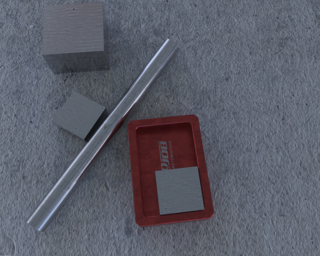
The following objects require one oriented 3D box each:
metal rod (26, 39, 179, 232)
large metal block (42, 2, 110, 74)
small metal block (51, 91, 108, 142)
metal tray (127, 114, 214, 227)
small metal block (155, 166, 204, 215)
[{"bbox_3d":[-0.065,-0.003,0.408,0.025,0.025,0.300,32,73,10],"label":"metal rod"},{"bbox_3d":[-0.117,-0.127,0.440,0.081,0.050,0.080,-5,70,-2],"label":"large metal block"},{"bbox_3d":[-0.105,-0.013,0.412,0.050,0.025,0.050,28,72,9],"label":"small metal block"},{"bbox_3d":[0.011,0.052,0.386,0.091,0.030,0.129,-6,70,-3],"label":"metal tray"},{"bbox_3d":[0.022,0.075,0.367,0.050,0.025,0.050,-6,70,-3],"label":"small metal block"}]
